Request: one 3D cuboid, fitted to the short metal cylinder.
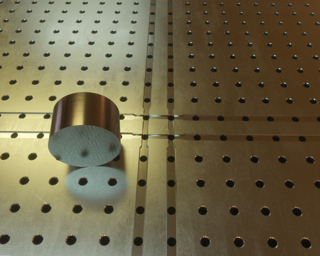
[{"bbox_3d":[-0.088,0.003,0.369,0.080,0.080,0.050,-5,50,-4],"label":"short metal cylinder"}]
